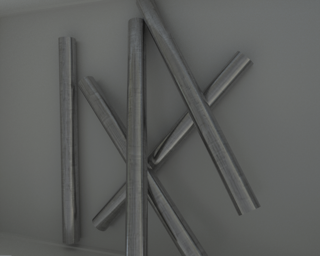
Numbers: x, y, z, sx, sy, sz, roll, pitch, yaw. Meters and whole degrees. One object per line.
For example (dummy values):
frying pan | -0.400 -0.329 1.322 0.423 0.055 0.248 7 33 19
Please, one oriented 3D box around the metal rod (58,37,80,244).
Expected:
metal rod | -0.134 0.017 0.457 0.025 0.025 0.298 -1 90 20

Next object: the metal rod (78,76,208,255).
metal rod | -0.026 0.049 0.392 0.025 0.025 0.299 -41 68 15

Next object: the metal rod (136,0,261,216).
metal rod | 0.037 -0.042 0.372 0.025 0.025 0.299 -30 71 17

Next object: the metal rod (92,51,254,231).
metal rod | 0.009 0.026 0.407 0.025 0.025 0.299 44 103 14

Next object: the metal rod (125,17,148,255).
metal rod | -0.028 0.000 0.379 0.025 0.025 0.299 -7 72 20
